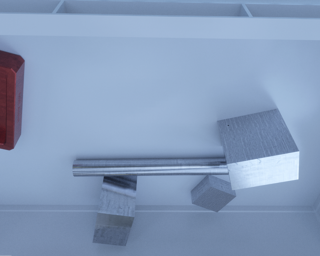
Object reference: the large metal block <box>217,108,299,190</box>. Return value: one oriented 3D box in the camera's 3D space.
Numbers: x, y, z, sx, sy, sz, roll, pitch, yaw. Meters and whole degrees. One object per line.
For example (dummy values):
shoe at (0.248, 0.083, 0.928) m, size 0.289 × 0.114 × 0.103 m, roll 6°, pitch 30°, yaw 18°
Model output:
large metal block at (0.123, 0.026, 0.397) m, size 0.080 × 0.080 × 0.050 m, roll -12°, pitch 129°, yaw 9°

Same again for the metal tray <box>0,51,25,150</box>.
metal tray at (-0.217, -0.035, 0.372) m, size 0.091 × 0.030 × 0.129 m, roll 14°, pitch 129°, yaw -12°

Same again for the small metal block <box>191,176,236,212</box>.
small metal block at (0.086, 0.106, 0.501) m, size 0.050 × 0.025 × 0.050 m, roll 23°, pitch 126°, yaw -19°

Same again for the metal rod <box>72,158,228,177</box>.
metal rod at (0.025, 0.058, 0.458) m, size 0.302 × 0.025 × 0.025 m, roll -1°, pitch 130°, yaw 0°

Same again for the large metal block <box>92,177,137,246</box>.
large metal block at (-0.069, 0.122, 0.476) m, size 0.050 × 0.080 × 0.079 m, roll 10°, pitch 129°, yaw -9°
